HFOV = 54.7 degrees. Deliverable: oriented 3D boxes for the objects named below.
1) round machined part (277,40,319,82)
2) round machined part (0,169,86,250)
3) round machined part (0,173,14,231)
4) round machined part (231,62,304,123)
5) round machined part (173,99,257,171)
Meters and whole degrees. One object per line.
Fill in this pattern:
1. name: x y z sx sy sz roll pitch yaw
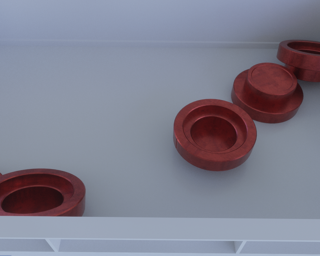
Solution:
1. round machined part: 0.227 -0.101 0.468 0.099 0.042 0.098 2 29 -1
2. round machined part: -0.125 0.081 0.306 0.099 0.042 0.098 6 18 -2
3. round machined part: -0.212 0.079 0.325 0.099 0.042 0.098 0 50 0
4. round machined part: 0.155 -0.057 0.444 0.099 0.042 0.098 0 50 0
5. round machined part: 0.065 0.013 0.384 0.099 0.042 0.098 0 50 0
